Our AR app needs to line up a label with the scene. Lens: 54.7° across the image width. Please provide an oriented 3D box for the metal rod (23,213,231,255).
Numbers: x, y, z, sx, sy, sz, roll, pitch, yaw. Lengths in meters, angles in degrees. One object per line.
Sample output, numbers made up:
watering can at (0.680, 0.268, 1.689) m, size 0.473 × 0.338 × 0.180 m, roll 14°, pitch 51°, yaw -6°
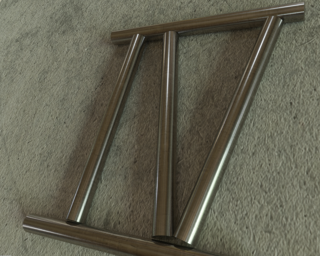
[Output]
metal rod at (-0.040, 0.130, 0.344) m, size 0.300 × 0.025 × 0.025 m, roll 1°, pitch 62°, yaw 28°

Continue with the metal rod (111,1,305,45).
metal rod at (0.054, -0.154, 0.470) m, size 0.300 × 0.025 × 0.025 m, roll 1°, pitch 62°, yaw 28°

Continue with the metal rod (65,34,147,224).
metal rod at (-0.070, -0.015, 0.448) m, size 0.025 × 0.025 × 0.300 m, roll 1°, pitch 62°, yaw 28°

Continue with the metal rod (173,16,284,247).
metal rod at (0.088, -0.011, 0.364) m, size 0.025 × 0.025 × 0.300 m, roll 14°, pitch 69°, yaw 33°

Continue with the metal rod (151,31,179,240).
metal rod at (0.010, -0.012, 0.405) m, size 0.025 × 0.025 × 0.299 m, roll -11°, pitch 57°, yaw 22°
